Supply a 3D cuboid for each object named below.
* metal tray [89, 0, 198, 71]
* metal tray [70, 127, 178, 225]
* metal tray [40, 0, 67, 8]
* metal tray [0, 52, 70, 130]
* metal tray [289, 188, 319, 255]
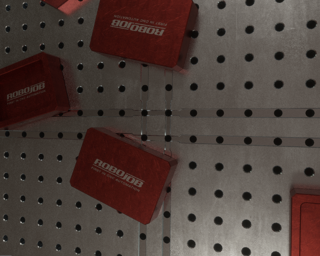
[{"bbox_3d":[-0.024,-0.134,0.417,0.130,0.030,0.089,16,95,18],"label":"metal tray"},{"bbox_3d":[-0.052,0.062,0.427,0.130,0.030,0.089,22,97,18],"label":"metal tray"},{"bbox_3d":[-0.134,-0.253,0.455,0.130,0.030,0.090,-29,81,17],"label":"metal tray"},{"bbox_3d":[-0.211,-0.054,0.482,0.130,0.030,0.090,-15,85,19],"label":"metal tray"},{"bbox_3d":[0.192,0.137,0.342,0.090,0.030,0.129,1,90,19],"label":"metal tray"}]
